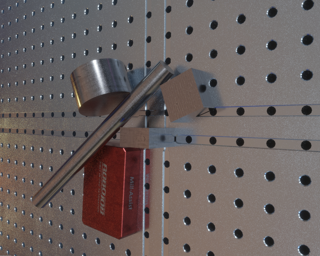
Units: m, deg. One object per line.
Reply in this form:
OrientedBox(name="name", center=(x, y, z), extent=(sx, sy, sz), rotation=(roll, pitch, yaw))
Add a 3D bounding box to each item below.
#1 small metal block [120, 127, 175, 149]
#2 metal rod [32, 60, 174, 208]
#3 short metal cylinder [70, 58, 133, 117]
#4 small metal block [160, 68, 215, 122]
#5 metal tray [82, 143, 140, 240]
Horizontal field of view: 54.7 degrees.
OrientedBox(name="small metal block", center=(-0.016, 0.012, 0.405), extent=(0.050, 0.050, 0.025), rotation=(1, 91, 39))
OrientedBox(name="metal rod", center=(-0.092, 0.020, 0.443), extent=(0.299, 0.025, 0.025), rotation=(-44, 64, 20))
OrientedBox(name="short metal cylinder", center=(-0.080, -0.055, 0.438), extent=(0.080, 0.081, 0.050), rotation=(-29, 72, 36))
OrientedBox(name="small metal block", center=(0.033, -0.039, 0.381), extent=(0.050, 0.025, 0.050), rotation=(-25, 75, 37))
OrientedBox(name="metal tray", center=(-0.075, 0.089, 0.466), extent=(0.090, 0.030, 0.129), rotation=(5, 93, 39))
